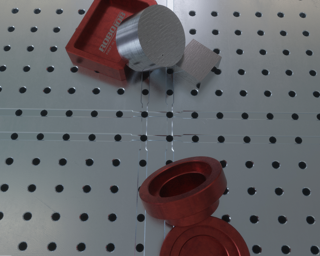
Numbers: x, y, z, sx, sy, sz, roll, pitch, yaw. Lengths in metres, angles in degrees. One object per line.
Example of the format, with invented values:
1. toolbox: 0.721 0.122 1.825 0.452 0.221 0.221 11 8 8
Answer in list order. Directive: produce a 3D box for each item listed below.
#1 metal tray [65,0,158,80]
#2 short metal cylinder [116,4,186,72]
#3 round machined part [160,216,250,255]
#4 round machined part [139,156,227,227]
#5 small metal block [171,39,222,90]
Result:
1. metal tray: -0.068 -0.144 0.461 0.090 0.030 0.130 21 71 7
2. short metal cylinder: -0.012 -0.119 0.420 0.081 0.050 0.079 0 90 -39
3. round machined part: 0.048 0.150 0.348 0.099 0.042 0.098 0 70 0
4. round machined part: 0.029 0.075 0.356 0.099 0.098 0.042 -23 106 -8
5. small metal block: 0.052 -0.092 0.446 0.050 0.025 0.050 37 74 12
